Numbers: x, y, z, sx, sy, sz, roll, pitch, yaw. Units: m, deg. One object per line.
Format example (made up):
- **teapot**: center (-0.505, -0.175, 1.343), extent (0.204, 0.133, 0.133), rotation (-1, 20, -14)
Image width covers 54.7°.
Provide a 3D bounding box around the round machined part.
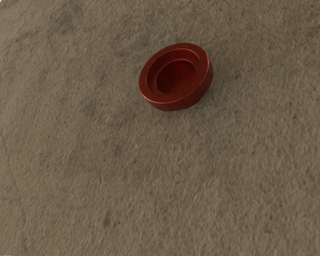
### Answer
- **round machined part**: center (0.025, -0.064, 0.418), extent (0.098, 0.042, 0.098), rotation (-13, 56, 20)
